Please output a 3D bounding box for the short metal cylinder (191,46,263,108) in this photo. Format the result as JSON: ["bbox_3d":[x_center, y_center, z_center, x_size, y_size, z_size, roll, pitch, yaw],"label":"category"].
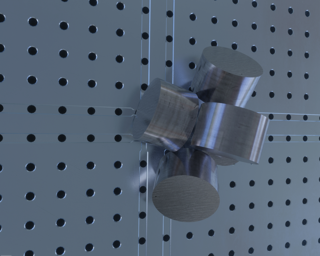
[{"bbox_3d":[0.086,-0.066,0.407,0.081,0.080,0.050,2,129,-20],"label":"short metal cylinder"}]

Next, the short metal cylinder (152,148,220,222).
[{"bbox_3d":[0.033,0.072,0.389,0.080,0.050,0.079,3,124,5],"label":"short metal cylinder"}]

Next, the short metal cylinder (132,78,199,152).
[{"bbox_3d":[0.005,-0.016,0.385,0.050,0.080,0.080,20,83,-19],"label":"short metal cylinder"}]

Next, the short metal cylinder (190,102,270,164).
[{"bbox_3d":[0.080,0.007,0.359,0.081,0.080,0.050,18,84,-19],"label":"short metal cylinder"}]

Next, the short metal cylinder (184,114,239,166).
[{"bbox_3d":[0.078,0.010,0.427,0.081,0.050,0.080,0,89,-20],"label":"short metal cylinder"}]
